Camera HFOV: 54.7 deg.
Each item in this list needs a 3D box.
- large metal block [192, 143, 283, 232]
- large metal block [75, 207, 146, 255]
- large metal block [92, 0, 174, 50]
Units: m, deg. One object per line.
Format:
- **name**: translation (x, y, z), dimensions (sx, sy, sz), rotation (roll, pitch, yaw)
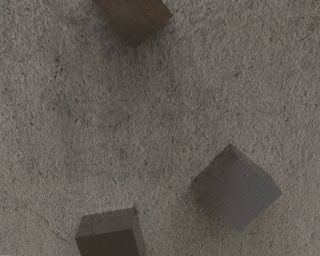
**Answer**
- **large metal block**: translation (0.103, 0.082, 0.427), dimensions (0.080, 0.050, 0.080), rotation (38, 106, -13)
- **large metal block**: translation (-0.070, 0.172, 0.459), dimensions (0.080, 0.050, 0.079), rotation (-10, 110, 3)
- **large metal block**: translation (-0.032, -0.135, 0.330), dimensions (0.050, 0.080, 0.080), rotation (-39, 106, 13)
